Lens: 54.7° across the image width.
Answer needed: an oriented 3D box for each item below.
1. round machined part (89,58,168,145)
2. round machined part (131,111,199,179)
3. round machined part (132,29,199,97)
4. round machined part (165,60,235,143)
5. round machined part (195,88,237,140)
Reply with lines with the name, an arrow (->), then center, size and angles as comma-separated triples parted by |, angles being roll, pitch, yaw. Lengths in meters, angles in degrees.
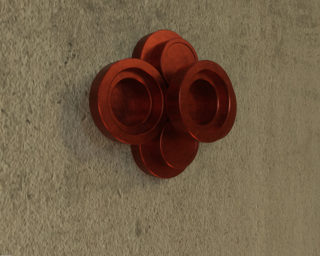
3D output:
round machined part -> -0.039, -0.030, 0.364 | 0.099, 0.042, 0.097 | 0, 90, -40
round machined part -> 0.013, 0.018, 0.408 | 0.099, 0.042, 0.097 | 0, 90, -40
round machined part -> 0.014, -0.081, 0.409 | 0.099, 0.042, 0.097 | 0, 90, -40
round machined part -> 0.045, -0.031, 0.380 | 0.099, 0.042, 0.097 | -1, 91, -40
round machined part -> 0.065, -0.031, 0.452 | 0.099, 0.042, 0.097 | 0, 90, -40
